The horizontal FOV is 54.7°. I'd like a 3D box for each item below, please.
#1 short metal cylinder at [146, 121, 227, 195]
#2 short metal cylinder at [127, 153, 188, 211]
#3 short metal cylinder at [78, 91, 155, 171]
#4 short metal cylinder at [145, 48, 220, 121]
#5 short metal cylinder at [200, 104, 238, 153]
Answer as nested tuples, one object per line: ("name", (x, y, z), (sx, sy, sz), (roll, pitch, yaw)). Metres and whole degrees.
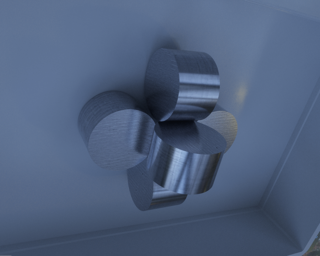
("short metal cylinder", (0.028, 0.029, 0.347), (0.081, 0.080, 0.050), (-1, 119, -28))
("short metal cylinder", (-0.004, 0.065, 0.408), (0.050, 0.080, 0.079), (-2, 120, -28))
("short metal cylinder", (-0.050, 0.003, 0.364), (0.081, 0.050, 0.079), (-14, 124, -21))
("short metal cylinder", (0.023, -0.048, 0.353), (0.050, 0.080, 0.079), (-2, 120, -28))
("short metal cylinder", (0.057, 0.001, 0.421), (0.081, 0.050, 0.079), (-14, 124, -21))
